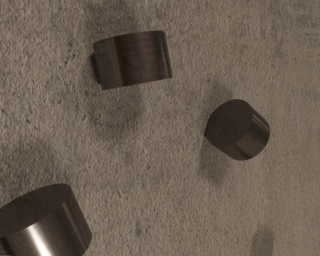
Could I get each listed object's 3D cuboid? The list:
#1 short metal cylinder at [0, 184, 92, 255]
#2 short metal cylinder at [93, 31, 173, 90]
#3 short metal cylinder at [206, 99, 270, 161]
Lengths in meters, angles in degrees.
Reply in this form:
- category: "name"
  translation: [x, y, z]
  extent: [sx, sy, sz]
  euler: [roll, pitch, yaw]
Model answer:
- category: "short metal cylinder"
  translation: [-0.109, 0.093, 0.279]
  extent: [0.081, 0.080, 0.050]
  euler: [-31, 110, -36]
- category: "short metal cylinder"
  translation: [-0.030, -0.074, 0.346]
  extent: [0.081, 0.080, 0.050]
  euler: [-18, 102, -39]
- category: "short metal cylinder"
  translation: [0.117, 0.003, 0.470]
  extent: [0.050, 0.080, 0.080]
  euler: [33, 69, -36]
